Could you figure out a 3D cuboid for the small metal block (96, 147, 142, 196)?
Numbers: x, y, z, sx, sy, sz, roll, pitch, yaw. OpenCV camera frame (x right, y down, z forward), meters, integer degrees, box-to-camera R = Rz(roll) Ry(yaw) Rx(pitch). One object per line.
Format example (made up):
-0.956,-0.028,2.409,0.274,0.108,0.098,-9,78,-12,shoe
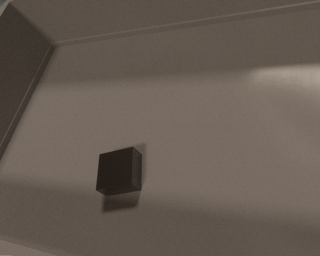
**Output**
-0.052,0.056,0.397,0.050,0.025,0.050,-14,56,20,small metal block
